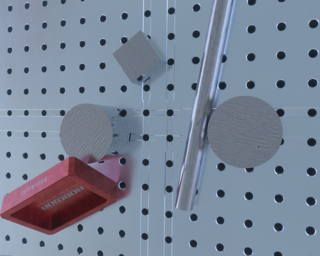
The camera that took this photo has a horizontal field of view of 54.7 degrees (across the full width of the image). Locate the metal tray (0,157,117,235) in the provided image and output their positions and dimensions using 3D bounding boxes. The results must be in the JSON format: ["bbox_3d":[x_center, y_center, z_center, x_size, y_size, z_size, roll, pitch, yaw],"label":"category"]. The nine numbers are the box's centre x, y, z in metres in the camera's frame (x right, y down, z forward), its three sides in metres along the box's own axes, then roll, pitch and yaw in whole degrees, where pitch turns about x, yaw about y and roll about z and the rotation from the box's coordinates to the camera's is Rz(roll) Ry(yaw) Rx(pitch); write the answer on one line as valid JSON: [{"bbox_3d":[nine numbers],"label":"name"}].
[{"bbox_3d":[-0.137,0.098,0.426,0.130,0.090,0.030,-30,44,17],"label":"metal tray"}]

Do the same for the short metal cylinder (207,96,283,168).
[{"bbox_3d":[0.100,0.004,0.364,0.080,0.050,0.079,0,90,20],"label":"short metal cylinder"}]

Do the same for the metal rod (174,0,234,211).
[{"bbox_3d":[0.057,-0.044,0.392,0.025,0.025,0.298,12,94,19],"label":"metal rod"}]

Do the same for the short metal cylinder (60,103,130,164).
[{"bbox_3d":[-0.089,0.007,0.431,0.080,0.050,0.079,0,90,20],"label":"short metal cylinder"}]

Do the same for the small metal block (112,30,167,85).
[{"bbox_3d":[-0.028,-0.095,0.422,0.050,0.025,0.050,-36,79,16],"label":"small metal block"}]
